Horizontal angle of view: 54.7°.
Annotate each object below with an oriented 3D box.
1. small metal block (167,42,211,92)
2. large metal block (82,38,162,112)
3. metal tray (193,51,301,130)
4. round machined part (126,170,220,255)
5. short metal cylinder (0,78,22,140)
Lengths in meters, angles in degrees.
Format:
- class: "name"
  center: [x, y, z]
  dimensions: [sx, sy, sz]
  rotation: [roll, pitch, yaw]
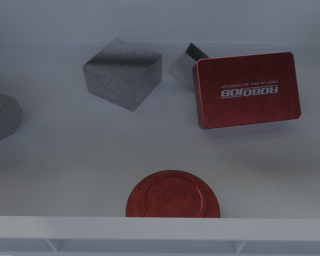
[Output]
- class: "small metal block"
  center: [0.047, -0.087, 0.450]
  dimensions: [0.050, 0.050, 0.025]
  rotation: [36, 53, -11]
- class: "large metal block"
  center: [-0.052, -0.080, 0.455]
  dimensions: [0.080, 0.050, 0.080]
  rotation: [24, 54, 18]
- class: "metal tray"
  center: [0.114, -0.049, 0.413]
  dimensions: [0.131, 0.030, 0.089]
  rotation: [-6, 88, -6]
- class: "round machined part"
  center: [0.014, 0.085, 0.323]
  dimensions: [0.099, 0.042, 0.098]
  rotation: [0, 50, 0]
- class: "short metal cylinder"
  center: [-0.224, -0.024, 0.387]
  dimensions: [0.081, 0.080, 0.050]
  rotation: [-31, 57, -24]
